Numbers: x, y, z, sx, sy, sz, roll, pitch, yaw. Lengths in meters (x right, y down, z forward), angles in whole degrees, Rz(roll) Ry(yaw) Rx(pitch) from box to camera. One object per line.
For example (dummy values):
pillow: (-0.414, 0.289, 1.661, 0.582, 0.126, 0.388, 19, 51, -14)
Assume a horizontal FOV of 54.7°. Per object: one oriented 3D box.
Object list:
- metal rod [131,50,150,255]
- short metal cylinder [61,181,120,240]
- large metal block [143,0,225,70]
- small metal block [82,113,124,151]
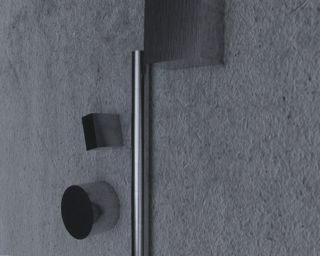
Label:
metal rod: (-0.027, 0.045, 0.427, 0.025, 0.025, 0.298, 0, 90, 40)
short metal cylinder: (-0.108, 0.124, 0.478, 0.080, 0.050, 0.080, 0, 90, 40)
large metal block: (0.028, -0.115, 0.366, 0.080, 0.050, 0.079, 2, 91, 40)
small metal block: (-0.084, 0.006, 0.458, 0.025, 0.050, 0.050, -18, 79, 39)
